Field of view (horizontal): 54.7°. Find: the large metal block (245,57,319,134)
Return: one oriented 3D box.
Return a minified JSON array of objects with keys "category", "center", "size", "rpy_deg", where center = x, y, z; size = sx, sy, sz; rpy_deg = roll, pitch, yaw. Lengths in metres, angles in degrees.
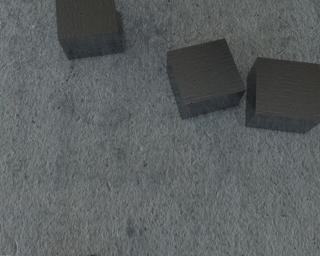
[{"category":"large metal block","center":[0.161,-0.042,0.411],"size":[0.080,0.050,0.080],"rpy_deg":[7,70,2]}]

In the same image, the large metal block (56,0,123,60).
[{"category":"large metal block","center":[-0.102,-0.152,0.449],"size":[0.081,0.050,0.080],"rpy_deg":[-9,70,-3]}]

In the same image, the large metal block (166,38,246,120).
[{"category":"large metal block","center":[0.058,-0.065,0.419],"size":[0.081,0.050,0.080],"rpy_deg":[-14,71,-5]}]
